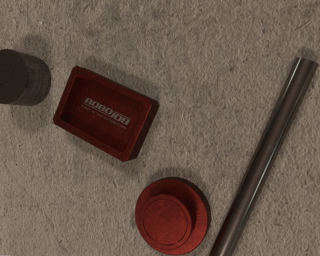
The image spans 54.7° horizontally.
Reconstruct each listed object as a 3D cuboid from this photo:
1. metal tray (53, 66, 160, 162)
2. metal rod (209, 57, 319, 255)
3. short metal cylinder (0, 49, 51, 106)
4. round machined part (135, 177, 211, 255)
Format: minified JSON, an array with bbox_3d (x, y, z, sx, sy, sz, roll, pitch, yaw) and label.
[{"bbox_3d":[-0.077,-0.021,0.432,0.130,0.030,0.090,26,98,17],"label":"metal tray"},{"bbox_3d":[0.112,0.062,0.369,0.025,0.025,0.298,24,98,18],"label":"metal rod"},{"bbox_3d":[-0.215,-0.074,0.470,0.080,0.050,0.079,0,90,19],"label":"short metal cylinder"},{"bbox_3d":[0.013,0.114,0.395,0.098,0.042,0.097,0,90,19],"label":"round machined part"}]
